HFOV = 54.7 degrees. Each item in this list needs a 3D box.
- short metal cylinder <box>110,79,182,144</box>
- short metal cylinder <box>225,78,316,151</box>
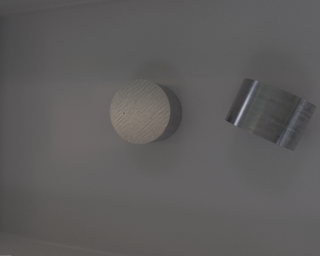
[{"bbox_3d":[-0.017,-0.020,0.403,0.080,0.050,0.080,0,90,20],"label":"short metal cylinder"},{"bbox_3d":[0.119,-0.015,0.339,0.080,0.080,0.050,26,99,18],"label":"short metal cylinder"}]
